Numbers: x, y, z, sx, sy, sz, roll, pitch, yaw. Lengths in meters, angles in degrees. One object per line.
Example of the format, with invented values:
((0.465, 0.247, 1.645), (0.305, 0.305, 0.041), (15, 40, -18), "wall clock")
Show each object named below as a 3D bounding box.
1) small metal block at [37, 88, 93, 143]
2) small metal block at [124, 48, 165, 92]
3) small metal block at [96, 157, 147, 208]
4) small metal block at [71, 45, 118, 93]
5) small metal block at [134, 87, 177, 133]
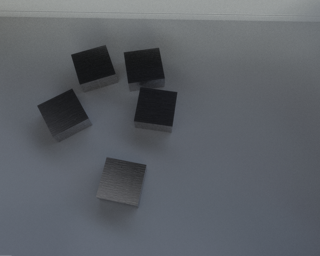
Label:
((-0.126, -0.017, 0.414), (0.050, 0.025, 0.050), (-29, 73, -10), "small metal block")
((-0.022, -0.083, 0.440), (0.050, 0.025, 0.050), (-9, 70, -4), "small metal block")
((-0.046, 0.068, 0.384), (0.050, 0.025, 0.050), (11, 70, 3), "small metal block")
((-0.092, -0.084, 0.439), (0.050, 0.025, 0.050), (-18, 71, -7), "small metal block")
((-0.005, -0.024, 0.418), (0.050, 0.025, 0.050), (8, 70, 2), "small metal block")
